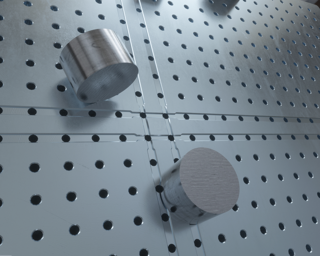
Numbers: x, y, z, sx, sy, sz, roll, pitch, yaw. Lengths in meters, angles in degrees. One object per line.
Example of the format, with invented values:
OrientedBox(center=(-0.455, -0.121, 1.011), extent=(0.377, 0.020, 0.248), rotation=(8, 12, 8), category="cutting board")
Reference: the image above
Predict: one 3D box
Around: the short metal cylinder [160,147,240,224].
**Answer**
OrientedBox(center=(0.048, 0.070, 0.375), extent=(0.081, 0.050, 0.080), rotation=(14, 56, -21), category="short metal cylinder")

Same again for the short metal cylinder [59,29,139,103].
OrientedBox(center=(-0.074, -0.074, 0.378), extent=(0.081, 0.080, 0.050), rotation=(-19, 72, -35), category="short metal cylinder")
